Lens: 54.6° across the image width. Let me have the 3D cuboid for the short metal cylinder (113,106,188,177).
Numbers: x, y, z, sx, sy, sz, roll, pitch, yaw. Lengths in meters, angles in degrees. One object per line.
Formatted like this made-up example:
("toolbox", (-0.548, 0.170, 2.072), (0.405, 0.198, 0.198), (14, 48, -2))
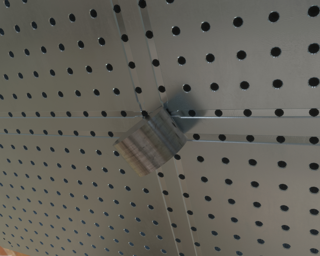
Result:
("short metal cylinder", (-0.012, 0.017, 0.392), (0.080, 0.080, 0.050), (-32, 100, 38))
